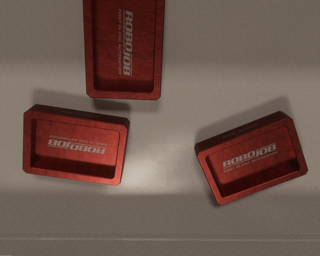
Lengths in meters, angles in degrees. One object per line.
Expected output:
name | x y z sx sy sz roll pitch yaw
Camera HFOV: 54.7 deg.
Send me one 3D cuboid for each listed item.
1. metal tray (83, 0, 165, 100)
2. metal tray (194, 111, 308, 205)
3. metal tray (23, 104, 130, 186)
metal tray | -0.042 -0.101 0.370 0.091 0.030 0.129 2 110 -2
metal tray | 0.124 0.042 0.425 0.130 0.030 0.090 -22 109 7
metal tray | -0.111 0.023 0.415 0.131 0.030 0.089 9 110 -4
